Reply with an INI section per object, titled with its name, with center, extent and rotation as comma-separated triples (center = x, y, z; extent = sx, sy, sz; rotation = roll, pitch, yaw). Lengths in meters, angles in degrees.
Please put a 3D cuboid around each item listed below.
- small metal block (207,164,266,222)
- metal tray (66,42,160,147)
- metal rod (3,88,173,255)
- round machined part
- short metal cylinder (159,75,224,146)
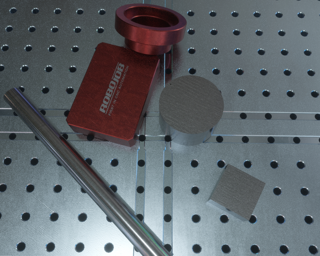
[small metal block]
center = 0.094, 0.080, 0.384
extent = 0.050, 0.025, 0.050
rotation = 28, 72, 9
[metal tray]
center = -0.061, -0.048, 0.426
extent = 0.090, 0.030, 0.130
rotation = 15, 71, 5
[metal rod]
center = -0.098, 0.055, 0.390
extent = 0.025, 0.025, 0.300
rotation = -43, 76, -14
[round machined part]
center = -0.015, -0.138, 0.438
extent = 0.099, 0.042, 0.098
rotation = 7, 39, -5
[short metal cylinder]
center = 0.039, -0.022, 0.407
extent = 0.081, 0.050, 0.080
rotation = 0, 70, 0
